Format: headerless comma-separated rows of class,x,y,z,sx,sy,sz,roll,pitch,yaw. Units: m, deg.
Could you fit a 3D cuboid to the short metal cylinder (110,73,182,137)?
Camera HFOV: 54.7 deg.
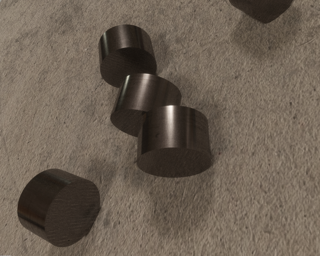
short metal cylinder,-0.017,-0.024,0.391,0.080,0.080,0.050,-1,61,27

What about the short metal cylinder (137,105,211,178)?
short metal cylinder,0.015,0.018,0.349,0.080,0.080,0.050,-12,57,21

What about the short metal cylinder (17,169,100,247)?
short metal cylinder,-0.119,0.094,0.372,0.050,0.080,0.080,12,68,33

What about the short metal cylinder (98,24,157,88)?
short metal cylinder,-0.049,-0.103,0.456,0.080,0.080,0.050,-22,54,14

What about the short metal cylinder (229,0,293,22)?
short metal cylinder,0.138,-0.190,0.412,0.080,0.080,0.050,-39,51,1
